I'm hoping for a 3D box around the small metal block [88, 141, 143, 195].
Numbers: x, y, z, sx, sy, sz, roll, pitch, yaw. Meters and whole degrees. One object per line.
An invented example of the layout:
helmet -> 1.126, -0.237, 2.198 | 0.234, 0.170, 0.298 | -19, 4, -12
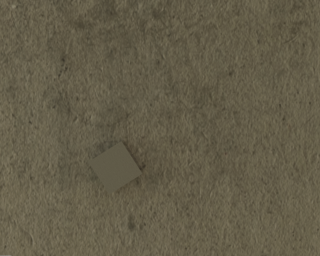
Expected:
small metal block -> -0.057, 0.051, 0.409 | 0.050, 0.025, 0.050 | -32, 90, -1
